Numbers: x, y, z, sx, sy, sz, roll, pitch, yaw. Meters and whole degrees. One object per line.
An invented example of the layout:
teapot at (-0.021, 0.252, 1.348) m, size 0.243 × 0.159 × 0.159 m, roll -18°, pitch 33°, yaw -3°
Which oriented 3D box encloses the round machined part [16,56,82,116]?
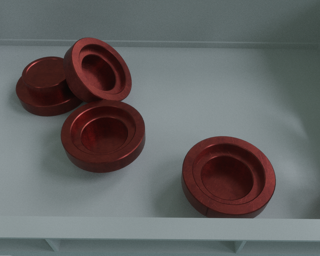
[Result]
round machined part at (-0.158, -0.066, 0.448) m, size 0.099 × 0.042 × 0.098 m, roll 0°, pitch 50°, yaw 0°

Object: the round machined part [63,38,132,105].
round machined part at (-0.090, -0.072, 0.432) m, size 0.098 × 0.042 × 0.098 m, roll 27°, pitch 49°, yaw -36°

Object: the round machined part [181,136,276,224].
round machined part at (0.073, 0.060, 0.345) m, size 0.099 × 0.042 × 0.098 m, roll 0°, pitch 50°, yaw 0°

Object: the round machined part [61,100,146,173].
round machined part at (-0.067, 0.014, 0.381) m, size 0.099 × 0.042 × 0.098 m, roll 0°, pitch 50°, yaw 0°
